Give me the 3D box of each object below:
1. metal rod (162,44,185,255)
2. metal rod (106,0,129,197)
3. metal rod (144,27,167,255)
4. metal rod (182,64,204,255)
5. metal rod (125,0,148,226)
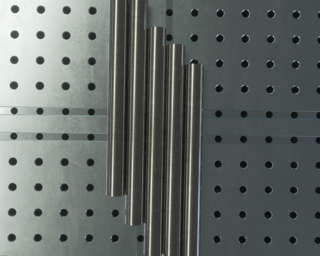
[{"bbox_3d":[0.018,0.040,0.413,0.025,0.025,0.298,1,90,-1],"label":"metal rod"},{"bbox_3d":[-0.056,-0.060,0.412,0.025,0.025,0.298,1,90,-1],"label":"metal rod"},{"bbox_3d":[-0.006,0.018,0.413,0.025,0.025,0.298,1,90,-1],"label":"metal rod"},{"bbox_3d":[0.043,0.066,0.413,0.025,0.025,0.298,1,90,-1],"label":"metal rod"},{"bbox_3d":[-0.031,-0.023,0.412,0.025,0.025,0.298,1,90,-1],"label":"metal rod"}]
